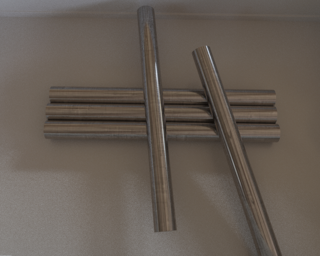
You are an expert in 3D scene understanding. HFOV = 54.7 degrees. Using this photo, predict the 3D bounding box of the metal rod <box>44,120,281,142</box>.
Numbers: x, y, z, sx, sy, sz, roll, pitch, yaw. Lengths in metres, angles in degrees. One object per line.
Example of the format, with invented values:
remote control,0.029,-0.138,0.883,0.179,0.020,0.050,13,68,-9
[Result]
metal rod,0.003,0.004,0.407,0.302,0.025,0.025,1,70,0

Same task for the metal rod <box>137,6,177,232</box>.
metal rod,-0.007,-0.026,0.391,0.025,0.025,0.299,-5,70,-2

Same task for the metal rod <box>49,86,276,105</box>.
metal rod,0.004,-0.042,0.424,0.302,0.025,0.025,1,70,0

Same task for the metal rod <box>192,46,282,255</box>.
metal rod,0.094,0.039,0.374,0.025,0.025,0.299,-15,78,-6

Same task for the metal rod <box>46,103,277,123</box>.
metal rod,0.002,-0.019,0.415,0.302,0.025,0.025,1,70,0
